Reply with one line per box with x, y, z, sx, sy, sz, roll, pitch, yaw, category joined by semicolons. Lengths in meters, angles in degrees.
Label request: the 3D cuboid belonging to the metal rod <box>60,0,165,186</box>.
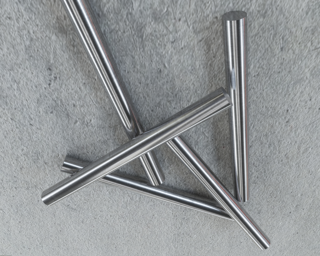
-0.047;-0.031;0.380;0.025;0.025;0.299;-13;129;10;metal rod

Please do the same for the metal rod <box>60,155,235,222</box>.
-0.004;0.100;0.492;0.302;0.025;0.025;20;127;-17;metal rod

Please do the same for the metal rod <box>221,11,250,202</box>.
0.103;-0.002;0.406;0.025;0.025;0.298;-9;130;7;metal rod

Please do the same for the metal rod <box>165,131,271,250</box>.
0.094;0.102;0.477;0.025;0.025;0.300;-29;119;22;metal rod

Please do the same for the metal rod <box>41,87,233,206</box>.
-0.045;0.034;0.401;0.300;0.025;0.025;-30;124;23;metal rod
